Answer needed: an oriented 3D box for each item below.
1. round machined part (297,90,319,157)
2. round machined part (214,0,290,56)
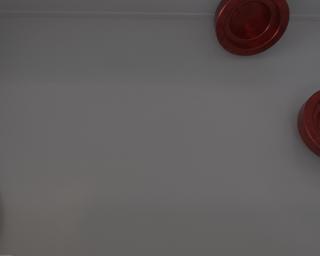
[{"bbox_3d":[0.228,-0.001,0.402,0.099,0.042,0.098,0,70,0],"label":"round machined part"},{"bbox_3d":[0.124,-0.154,0.434,0.099,0.097,0.042,-2,45,-1],"label":"round machined part"}]
